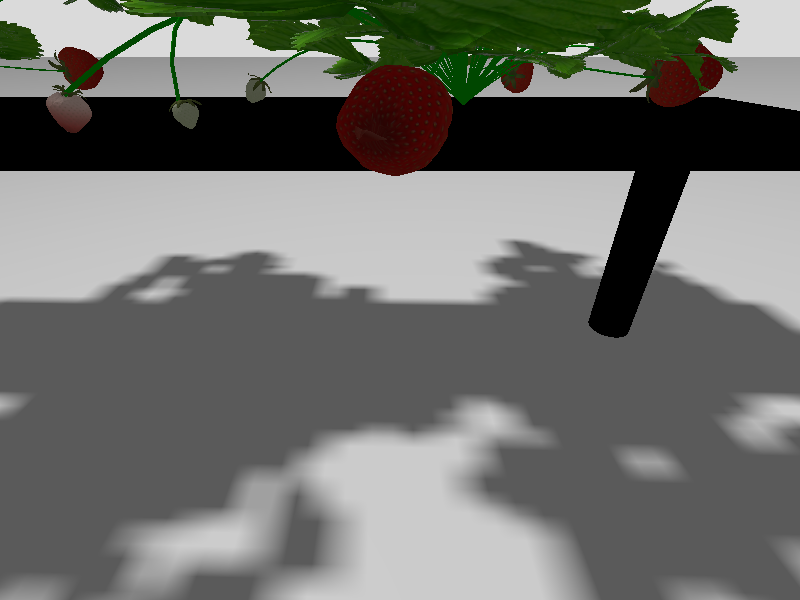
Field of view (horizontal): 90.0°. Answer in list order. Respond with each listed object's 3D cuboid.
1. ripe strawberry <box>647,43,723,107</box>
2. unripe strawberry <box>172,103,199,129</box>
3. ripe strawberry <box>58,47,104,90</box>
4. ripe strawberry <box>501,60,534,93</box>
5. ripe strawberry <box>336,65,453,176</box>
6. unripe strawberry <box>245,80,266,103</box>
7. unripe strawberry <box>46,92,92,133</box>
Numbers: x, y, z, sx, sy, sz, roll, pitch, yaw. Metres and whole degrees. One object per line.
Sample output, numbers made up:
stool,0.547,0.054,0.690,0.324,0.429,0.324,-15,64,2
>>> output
ripe strawberry,0.204,-0.160,0.285,0.041,0.041,0.046,5,33,7
unripe strawberry,-0.118,-0.102,0.222,0.013,0.014,0.015,-19,37,-27
ripe strawberry,-0.323,-0.236,0.408,0.033,0.038,0.036,19,37,27
ripe strawberry,0.118,-0.226,0.401,0.031,0.033,0.034,19,36,26
ripe strawberry,-0.003,-0.057,0.130,0.038,0.034,0.035,8,34,12
unripe strawberry,-0.117,-0.168,0.322,0.016,0.018,0.018,39,28,-18
unripe strawberry,-0.182,-0.103,0.220,0.019,0.020,0.018,5,27,-31
